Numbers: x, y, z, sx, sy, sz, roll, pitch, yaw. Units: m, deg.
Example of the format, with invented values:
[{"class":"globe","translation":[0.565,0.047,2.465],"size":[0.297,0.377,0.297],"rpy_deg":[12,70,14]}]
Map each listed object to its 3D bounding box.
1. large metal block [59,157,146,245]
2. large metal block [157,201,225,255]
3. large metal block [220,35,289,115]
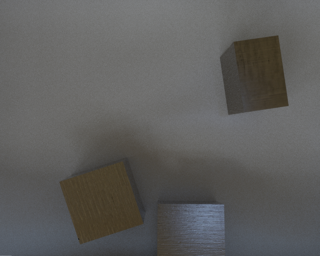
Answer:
[{"class":"large metal block","translation":[-0.071,0.090,0.398],"size":[0.080,0.050,0.080],"rpy_deg":[-18,90,0]},{"class":"large metal block","translation":[0.037,0.135,0.393],"size":[0.081,0.050,0.080],"rpy_deg":[0,81,0]},{"class":"large metal block","translation":[0.113,-0.061,0.385],"size":[0.050,0.080,0.080],"rpy_deg":[-8,90,0]}]
